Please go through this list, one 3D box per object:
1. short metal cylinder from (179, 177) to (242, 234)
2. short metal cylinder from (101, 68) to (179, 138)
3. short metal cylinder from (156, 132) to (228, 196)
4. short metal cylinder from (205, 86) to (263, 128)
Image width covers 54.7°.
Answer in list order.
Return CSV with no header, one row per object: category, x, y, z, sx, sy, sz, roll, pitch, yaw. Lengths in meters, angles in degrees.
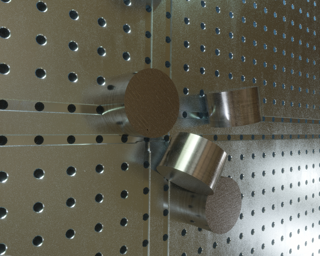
short metal cylinder,0.075,0.109,0.456,0.081,0.050,0.079,0,90,-40
short metal cylinder,-0.023,-0.029,0.373,0.081,0.050,0.079,0,90,-40
short metal cylinder,0.042,0.048,0.409,0.080,0.080,0.050,41,65,-33
short metal cylinder,0.110,-0.033,0.465,0.081,0.080,0.050,-15,100,-39
